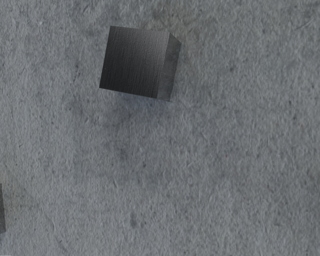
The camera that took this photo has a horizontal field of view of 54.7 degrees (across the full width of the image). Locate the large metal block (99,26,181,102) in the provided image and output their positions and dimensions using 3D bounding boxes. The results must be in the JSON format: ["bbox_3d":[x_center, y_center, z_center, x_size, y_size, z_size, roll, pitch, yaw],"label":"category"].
[{"bbox_3d":[-0.025,-0.082,0.404,0.080,0.050,0.079,12,94,19],"label":"large metal block"}]

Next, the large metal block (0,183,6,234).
[{"bbox_3d":[-0.304,0.136,0.500,0.080,0.050,0.080,-8,88,19],"label":"large metal block"}]
